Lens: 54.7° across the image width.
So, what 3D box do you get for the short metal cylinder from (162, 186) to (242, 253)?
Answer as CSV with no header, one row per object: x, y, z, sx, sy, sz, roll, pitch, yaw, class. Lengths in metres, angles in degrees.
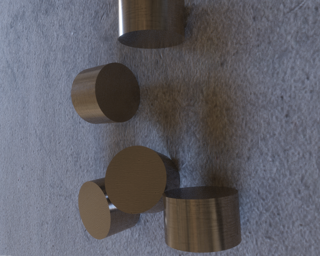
0.044,0.094,0.331,0.080,0.081,0.050,-5,87,39,short metal cylinder

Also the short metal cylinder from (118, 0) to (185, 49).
-0.010,-0.131,0.376,0.080,0.081,0.050,-1,90,39,short metal cylinder

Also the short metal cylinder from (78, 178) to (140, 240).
-0.073,0.110,0.440,0.080,0.050,0.079,7,100,45,short metal cylinder

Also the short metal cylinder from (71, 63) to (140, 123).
-0.073,-0.046,0.427,0.050,0.081,0.079,-3,89,40,short metal cylinder

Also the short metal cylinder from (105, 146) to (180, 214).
-0.021,0.066,0.387,0.080,0.050,0.080,-6,74,20,short metal cylinder
